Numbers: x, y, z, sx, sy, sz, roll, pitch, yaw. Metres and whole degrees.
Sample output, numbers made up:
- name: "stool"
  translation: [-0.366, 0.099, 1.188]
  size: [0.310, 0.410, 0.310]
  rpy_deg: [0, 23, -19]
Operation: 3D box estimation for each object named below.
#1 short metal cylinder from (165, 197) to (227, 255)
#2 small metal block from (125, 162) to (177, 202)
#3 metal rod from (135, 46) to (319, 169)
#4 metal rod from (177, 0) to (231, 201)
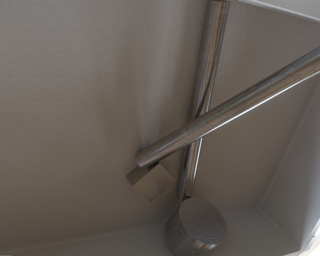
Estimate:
- name: "short metal cylinder"
  translation: [0.054, 0.155, 0.476]
  size: [0.081, 0.080, 0.050]
  rpy_deg: [6, 131, -31]
- name: "small metal block"
  translation: [-0.012, 0.073, 0.449]
  size: [0.050, 0.025, 0.050]
  rpy_deg: [-41, 130, -1]
- name: "metal rod"
  translation: [0.092, -0.026, 0.368]
  size: [0.300, 0.025, 0.025]
  rpy_deg: [-31, 134, 23]
- name: "metal rod"
  translation: [0.054, -0.018, 0.429]
  size: [0.025, 0.025, 0.298]
  rpy_deg: [-8, 122, -25]
